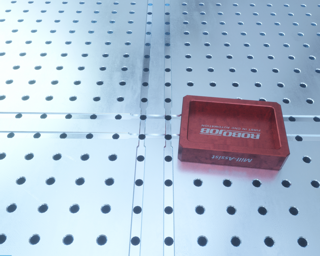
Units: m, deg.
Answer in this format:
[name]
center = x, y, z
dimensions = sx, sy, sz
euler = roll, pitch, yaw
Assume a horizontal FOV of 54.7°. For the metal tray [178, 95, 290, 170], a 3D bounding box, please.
[metal tray]
center = 0.092, 0.003, 0.402
dimensions = 0.131, 0.030, 0.090
euler = 5, 50, 4
